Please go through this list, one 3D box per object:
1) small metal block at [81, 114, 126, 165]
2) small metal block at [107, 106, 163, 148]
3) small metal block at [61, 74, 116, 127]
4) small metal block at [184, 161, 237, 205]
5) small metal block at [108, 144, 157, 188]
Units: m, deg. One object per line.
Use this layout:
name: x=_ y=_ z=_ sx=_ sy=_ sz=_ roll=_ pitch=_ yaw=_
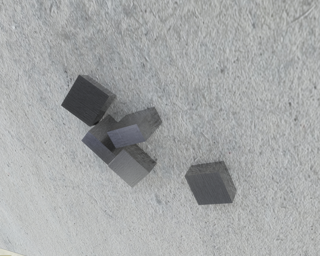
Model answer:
small metal block: x=-0.073 y=0.016 z=0.439 sx=0.050 sy=0.050 sz=0.025 roll=43 pitch=129 yaw=-2
small metal block: x=-0.032 y=-0.001 z=0.407 sx=0.050 sy=0.050 sz=0.025 roll=-14 pitch=111 yaw=34
small metal block: x=-0.097 y=-0.038 z=0.422 sx=0.050 sy=0.025 sz=0.050 roll=36 pitch=103 yaw=6
small metal block: x=0.069 y=0.075 z=0.417 sx=0.050 sy=0.025 sz=0.050 roll=-13 pitch=112 yaw=33
small metal block: x=-0.042 y=0.055 z=0.463 sx=0.050 sy=0.025 sz=0.050 roll=43 pitch=129 yaw=-2
